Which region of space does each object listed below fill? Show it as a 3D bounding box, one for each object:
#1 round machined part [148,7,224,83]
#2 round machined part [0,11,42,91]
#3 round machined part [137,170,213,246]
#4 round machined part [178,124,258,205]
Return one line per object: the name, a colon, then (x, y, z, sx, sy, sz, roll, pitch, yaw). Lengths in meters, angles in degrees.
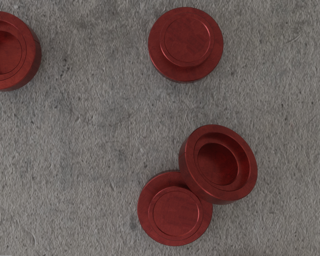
round machined part: (0.034, -0.109, 0.401, 0.099, 0.042, 0.097, 0, 90, 0)
round machined part: (-0.202, -0.095, 0.400, 0.099, 0.042, 0.097, 0, 90, 0)
round machined part: (0.020, 0.105, 0.402, 0.099, 0.042, 0.097, 0, 90, 0)
round machined part: (0.068, 0.048, 0.387, 0.099, 0.042, 0.098, 10, 59, -18)
